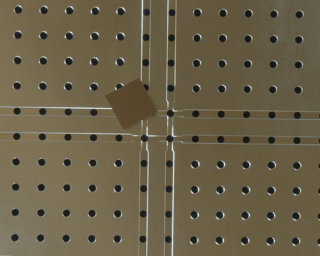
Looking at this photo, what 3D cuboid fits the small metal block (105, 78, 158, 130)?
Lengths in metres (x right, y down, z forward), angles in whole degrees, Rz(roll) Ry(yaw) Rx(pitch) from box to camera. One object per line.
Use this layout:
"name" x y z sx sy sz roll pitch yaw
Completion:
"small metal block" -0.037 -0.032 0.413 0.050 0.025 0.050 -28 90 0
